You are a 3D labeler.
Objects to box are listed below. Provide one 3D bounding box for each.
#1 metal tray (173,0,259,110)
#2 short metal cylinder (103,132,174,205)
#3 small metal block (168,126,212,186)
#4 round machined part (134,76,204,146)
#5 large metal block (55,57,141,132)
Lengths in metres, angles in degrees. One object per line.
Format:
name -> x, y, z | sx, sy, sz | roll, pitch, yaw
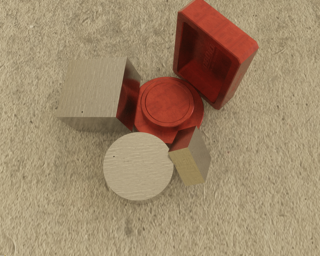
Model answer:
metal tray -> 0.060, -0.084, 0.384 | 0.030, 0.130, 0.090 | -43, 76, -14
short metal cylinder -> -0.025, 0.051, 0.378 | 0.081, 0.050, 0.080 | 0, 70, 0
small metal block -> 0.037, 0.033, 0.373 | 0.025, 0.050, 0.050 | -17, 112, 26
round machined part -> 0.009, -0.026, 0.411 | 0.099, 0.042, 0.098 | 0, 70, -1
large metal block -> -0.076, -0.041, 0.397 | 0.080, 0.050, 0.080 | 1, 69, 18
